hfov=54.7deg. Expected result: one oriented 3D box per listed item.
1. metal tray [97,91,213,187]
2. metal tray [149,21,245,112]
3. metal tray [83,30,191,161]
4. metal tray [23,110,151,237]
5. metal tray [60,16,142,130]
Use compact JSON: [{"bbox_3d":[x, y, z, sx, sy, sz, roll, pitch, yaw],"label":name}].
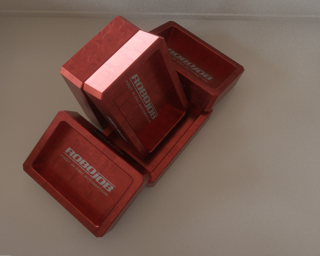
[{"bbox_3d":[-0.005,0.000,0.405,0.090,0.030,0.130,37,74,12],"label":"metal tray"},{"bbox_3d":[0.038,-0.088,0.420,0.130,0.030,0.090,37,49,12],"label":"metal tray"},{"bbox_3d":[-0.017,-0.031,0.350,0.030,0.130,0.090,31,71,35],"label":"metal tray"},{"bbox_3d":[-0.088,0.051,0.367,0.130,0.030,0.090,38,98,12],"label":"metal tray"},{"bbox_3d":[-0.059,-0.059,0.372,0.030,0.130,0.090,38,75,13],"label":"metal tray"}]
